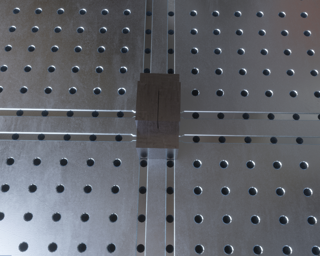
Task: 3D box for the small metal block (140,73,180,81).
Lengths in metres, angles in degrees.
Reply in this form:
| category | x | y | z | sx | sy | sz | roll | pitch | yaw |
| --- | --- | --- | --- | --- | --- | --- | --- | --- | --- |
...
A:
| category | x | y | z | sx | sy | sz | roll | pitch | yaw |
| --- | --- | --- | --- | --- | --- | --- | --- | --- | --- |
| small metal block | -0.001 | -0.050 | 0.416 | 0.050 | 0.050 | 0.025 | 2 | 70 | 1 |

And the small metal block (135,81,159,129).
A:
| category | x | y | z | sx | sy | sz | roll | pitch | yaw |
| --- | --- | --- | --- | --- | --- | --- | --- | --- | --- |
| small metal block | -0.015 | -0.023 | 0.380 | 0.025 | 0.050 | 0.050 | 2 | 70 | 1 |

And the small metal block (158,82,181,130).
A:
| category | x | y | z | sx | sy | sz | roll | pitch | yaw |
| --- | --- | --- | --- | --- | --- | --- | --- | --- | --- |
| small metal block | 0.012 | -0.023 | 0.380 | 0.025 | 0.050 | 0.050 | 1 | 70 | 2 |

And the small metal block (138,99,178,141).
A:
| category | x | y | z | sx | sy | sz | roll | pitch | yaw |
| --- | --- | --- | --- | --- | --- | --- | --- | --- | --- |
| small metal block | -0.002 | -0.010 | 0.415 | 0.050 | 0.025 | 0.050 | 1 | 70 | 2 |

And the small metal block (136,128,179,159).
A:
| category | x | y | z | sx | sy | sz | roll | pitch | yaw |
| --- | --- | --- | --- | --- | --- | --- | --- | --- | --- |
| small metal block | -0.003 | 0.021 | 0.391 | 0.050 | 0.050 | 0.025 | 1 | 70 | 1 |
